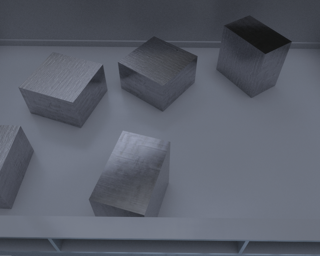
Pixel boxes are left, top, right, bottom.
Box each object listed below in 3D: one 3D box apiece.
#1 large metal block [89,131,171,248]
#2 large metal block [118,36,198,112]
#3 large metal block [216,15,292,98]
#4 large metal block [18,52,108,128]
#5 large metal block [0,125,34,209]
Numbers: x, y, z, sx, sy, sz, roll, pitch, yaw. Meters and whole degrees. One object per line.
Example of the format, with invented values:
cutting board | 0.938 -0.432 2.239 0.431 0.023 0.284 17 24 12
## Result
large metal block | -0.025 0.063 0.316 0.050 0.080 0.080 13 51 11
large metal block | -0.003 -0.082 0.457 0.080 0.050 0.080 31 57 23
large metal block | 0.134 -0.106 0.459 0.050 0.080 0.080 -27 55 -21
large metal block | -0.131 -0.055 0.434 0.080 0.050 0.080 16 52 13
large metal block | -0.203 0.042 0.352 0.080 0.050 0.080 2 50 2
